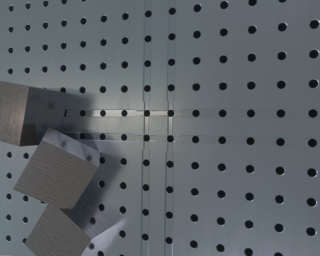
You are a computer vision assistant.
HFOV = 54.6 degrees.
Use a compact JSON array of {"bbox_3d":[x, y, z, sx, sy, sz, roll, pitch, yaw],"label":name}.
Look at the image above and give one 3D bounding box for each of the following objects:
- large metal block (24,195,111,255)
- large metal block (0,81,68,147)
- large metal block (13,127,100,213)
[{"bbox_3d":[-0.133,0.155,0.447,0.080,0.050,0.080,36,102,16],"label":"large metal block"},{"bbox_3d":[-0.186,-0.020,0.450,0.050,0.080,0.080,12,94,20],"label":"large metal block"},{"bbox_3d":[-0.140,0.058,0.430,0.080,0.050,0.080,30,102,-18],"label":"large metal block"}]
